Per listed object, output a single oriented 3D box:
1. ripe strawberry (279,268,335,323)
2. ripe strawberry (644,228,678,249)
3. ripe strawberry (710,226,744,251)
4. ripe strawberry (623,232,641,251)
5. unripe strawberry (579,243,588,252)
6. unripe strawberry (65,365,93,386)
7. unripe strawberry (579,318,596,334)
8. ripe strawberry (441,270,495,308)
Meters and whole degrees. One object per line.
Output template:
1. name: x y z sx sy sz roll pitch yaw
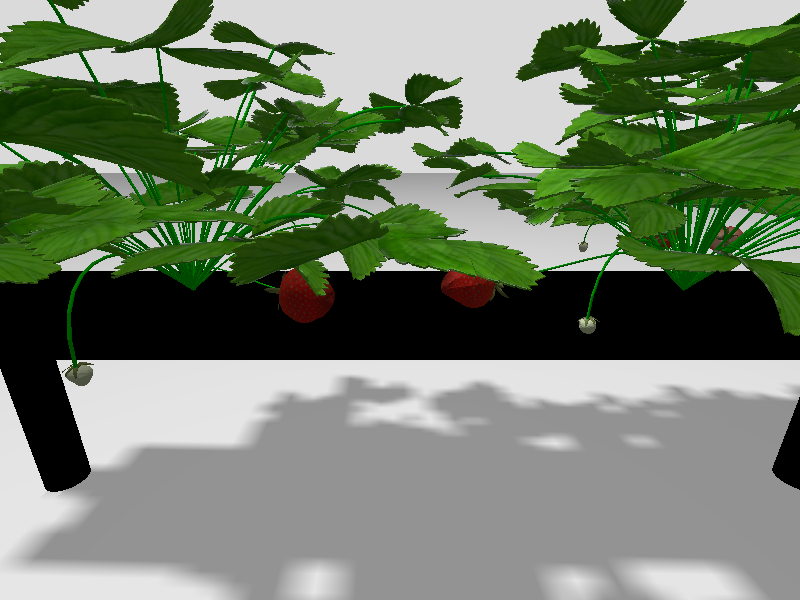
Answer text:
1. ripe strawberry: -0.066 -0.003 0.296 0.042 0.041 0.039 11 22 28
2. ripe strawberry: 0.352 -0.090 0.539 0.040 0.043 0.043 9 21 24
3. ripe strawberry: 0.414 -0.077 0.509 0.038 0.032 0.038 18 20 42
4. ripe strawberry: 0.293 -0.073 0.506 0.025 0.029 0.027 4 19 11
5. unripe strawberry: 0.225 -0.064 0.492 0.011 0.011 0.010 -5 20 -14
6. unripe strawberry: -0.164 0.039 0.205 0.011 0.011 0.010 -3 20 -8
7. unripe strawberry: 0.125 0.017 0.267 0.010 0.011 0.012 -14 24 -35
8. ripe strawberry: 0.054 -0.014 0.323 0.043 0.042 0.040 -4 20 -10
